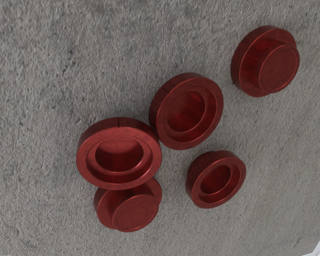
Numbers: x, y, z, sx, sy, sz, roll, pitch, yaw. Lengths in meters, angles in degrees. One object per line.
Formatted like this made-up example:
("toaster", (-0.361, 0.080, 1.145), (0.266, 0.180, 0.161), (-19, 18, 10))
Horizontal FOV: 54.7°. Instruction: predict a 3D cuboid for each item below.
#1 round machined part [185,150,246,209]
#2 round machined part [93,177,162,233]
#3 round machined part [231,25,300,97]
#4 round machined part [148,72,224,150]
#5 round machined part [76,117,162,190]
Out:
("round machined part", (0.083, 0.075, 0.487), (0.099, 0.042, 0.097), (-14, 124, -21))
("round machined part", (-0.041, 0.109, 0.441), (0.099, 0.042, 0.097), (-14, 124, -21))
("round machined part", (0.150, -0.086, 0.424), (0.099, 0.042, 0.097), (-14, 124, -21))
("round machined part", (0.029, -0.024, 0.393), (0.099, 0.042, 0.097), (-15, 123, -24))
("round machined part", (-0.049, 0.026, 0.374), (0.099, 0.042, 0.097), (-6, 127, -7))
